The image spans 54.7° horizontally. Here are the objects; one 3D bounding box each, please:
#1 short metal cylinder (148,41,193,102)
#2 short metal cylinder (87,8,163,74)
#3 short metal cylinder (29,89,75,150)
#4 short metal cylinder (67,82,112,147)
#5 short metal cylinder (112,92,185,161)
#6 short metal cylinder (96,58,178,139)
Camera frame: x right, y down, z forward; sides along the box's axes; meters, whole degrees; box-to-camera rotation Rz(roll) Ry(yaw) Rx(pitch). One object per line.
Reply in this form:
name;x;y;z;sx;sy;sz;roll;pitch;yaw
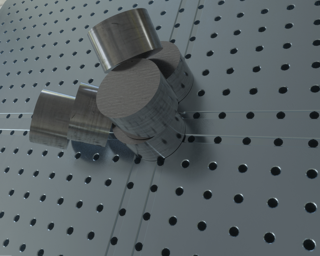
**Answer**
short metal cylinder;0.000;-0.075;0.437;0.080;0.050;0.080;-13;56;21
short metal cylinder;-0.043;-0.107;0.388;0.080;0.080;0.050;-22;97;15
short metal cylinder;-0.152;-0.013;0.452;0.050;0.080;0.080;14;61;-12
short metal cylinder;-0.091;-0.018;0.422;0.050;0.080;0.080;14;61;-12
short metal cylinder;-0.014;-0.004;0.401;0.080;0.050;0.080;-13;56;21
short metal cylinder;-0.026;-0.034;0.360;0.080;0.050;0.080;-13;56;21
